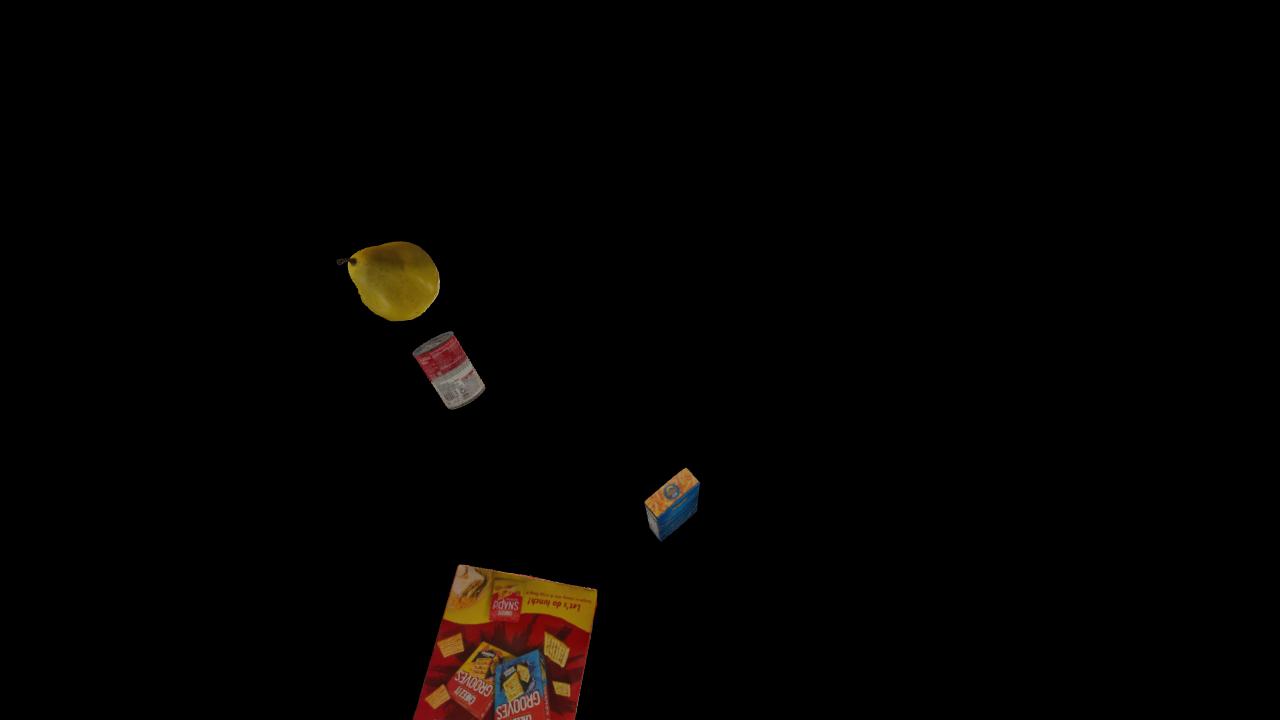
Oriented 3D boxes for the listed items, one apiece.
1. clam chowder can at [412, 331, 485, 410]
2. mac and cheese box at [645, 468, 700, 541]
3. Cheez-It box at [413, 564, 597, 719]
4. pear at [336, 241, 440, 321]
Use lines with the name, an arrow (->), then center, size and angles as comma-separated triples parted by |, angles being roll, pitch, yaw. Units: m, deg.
clam chowder can -> -0.290, 0.016, 0.939 | 0.068, 0.102, 0.068 | -23, 20, 9
mac and cheese box -> 0.057, 0.254, 1.064 | 0.093, 0.041, 0.184 | -36, -25, -15
Cheez-It box -> -0.148, 0.355, 0.677 | 0.166, 0.223, 0.071 | 11, -26, -2
pear -> -0.247, -0.087, 0.595 | 0.080, 0.080, 0.111 | 0, -20, 14
